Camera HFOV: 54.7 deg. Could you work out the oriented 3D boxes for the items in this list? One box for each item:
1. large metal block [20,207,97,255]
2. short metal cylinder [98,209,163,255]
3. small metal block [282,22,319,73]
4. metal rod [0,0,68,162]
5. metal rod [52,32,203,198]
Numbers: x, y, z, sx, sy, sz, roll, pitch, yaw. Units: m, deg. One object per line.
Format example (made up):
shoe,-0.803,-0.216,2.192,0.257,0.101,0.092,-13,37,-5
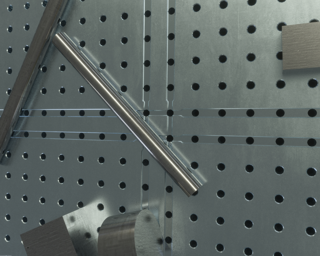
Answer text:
large metal block,-0.142,0.172,0.449,0.080,0.050,0.080,-26,82,18
short metal cylinder,-0.035,0.149,0.396,0.050,0.080,0.080,-17,85,19
small metal block,0.167,-0.091,0.354,0.050,0.025,0.050,-1,90,20
metal rod,-0.213,-0.073,0.487,0.025,0.025,0.298,30,99,17
metal rod,-0.053,-0.027,0.431,0.025,0.025,0.300,-46,76,14
